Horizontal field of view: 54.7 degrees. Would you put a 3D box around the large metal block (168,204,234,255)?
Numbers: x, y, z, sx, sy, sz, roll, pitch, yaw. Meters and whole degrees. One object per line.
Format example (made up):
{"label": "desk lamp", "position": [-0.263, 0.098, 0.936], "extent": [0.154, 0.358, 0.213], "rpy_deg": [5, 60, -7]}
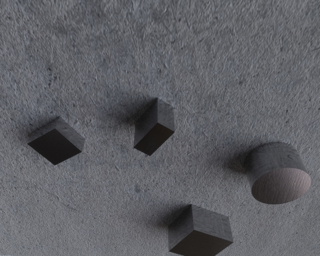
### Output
{"label": "large metal block", "position": [0.070, 0.189, 0.553], "extent": [0.080, 0.050, 0.080], "rpy_deg": [23, 126, -19]}

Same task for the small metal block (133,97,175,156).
{"label": "small metal block", "position": [-0.008, -0.002, 0.389], "extent": [0.025, 0.050, 0.050], "rpy_deg": [29, 124, -23]}

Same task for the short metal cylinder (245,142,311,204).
{"label": "short metal cylinder", "position": [0.168, 0.066, 0.449], "extent": [0.081, 0.050, 0.079], "rpy_deg": [0, 130, 0]}

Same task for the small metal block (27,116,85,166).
{"label": "small metal block", "position": [-0.140, 0.019, 0.422], "extent": [0.050, 0.025, 0.050], "rpy_deg": [-26, 126, 20]}
